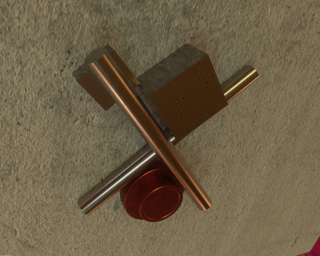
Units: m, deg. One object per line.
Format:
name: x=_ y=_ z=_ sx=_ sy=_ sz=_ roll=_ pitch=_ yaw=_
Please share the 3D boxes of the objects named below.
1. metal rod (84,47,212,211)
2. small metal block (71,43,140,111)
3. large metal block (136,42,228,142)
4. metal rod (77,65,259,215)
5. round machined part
metal rod: x=0.004 y=0.025 z=0.394 sx=0.025 sy=0.025 sz=0.300 roll=-38 pitch=130 yaw=-3
small metal block: x=-0.060 y=-0.056 z=0.344 sx=0.050 sy=0.025 sz=0.050 roll=-40 pitch=130 yaw=-1
large metal block: x=0.027 y=-0.044 z=0.383 sx=0.080 sy=0.050 sz=0.080 roll=-36 pitch=130 yaw=-5
metal rod: x=0.013 y=0.015 z=0.428 sx=0.301 sy=0.025 sz=0.025 roll=-39 pitch=130 yaw=-2
round machined part: x=-0.005 y=0.099 z=0.457 sx=0.099 sy=0.042 sz=0.097 roll=-14 pitch=125 yaw=-21
